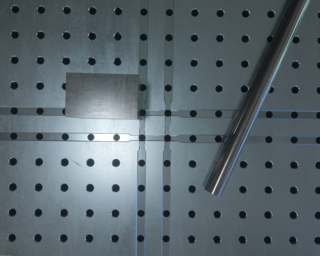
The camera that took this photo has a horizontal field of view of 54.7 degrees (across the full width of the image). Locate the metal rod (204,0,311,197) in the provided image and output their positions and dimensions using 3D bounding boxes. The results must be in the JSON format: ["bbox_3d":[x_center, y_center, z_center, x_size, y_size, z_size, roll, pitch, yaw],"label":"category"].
[{"bbox_3d":[0.132,-0.049,0.415,0.025,0.025,0.299,25,90,-1],"label":"metal rod"}]

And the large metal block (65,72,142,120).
[{"bbox_3d":[-0.065,-0.036,0.385,0.081,0.080,0.050,1,90,-1],"label":"large metal block"}]
